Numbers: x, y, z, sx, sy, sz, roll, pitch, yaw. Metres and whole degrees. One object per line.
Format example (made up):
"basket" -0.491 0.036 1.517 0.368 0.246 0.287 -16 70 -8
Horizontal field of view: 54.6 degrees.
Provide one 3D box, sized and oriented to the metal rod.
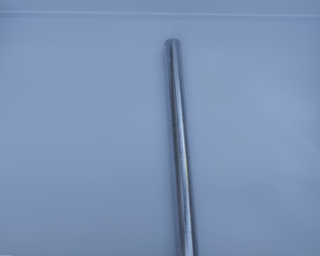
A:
"metal rod" 0.026 0.017 0.403 0.025 0.025 0.299 -3 70 -1
